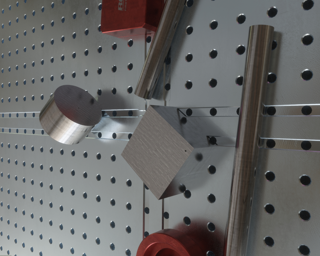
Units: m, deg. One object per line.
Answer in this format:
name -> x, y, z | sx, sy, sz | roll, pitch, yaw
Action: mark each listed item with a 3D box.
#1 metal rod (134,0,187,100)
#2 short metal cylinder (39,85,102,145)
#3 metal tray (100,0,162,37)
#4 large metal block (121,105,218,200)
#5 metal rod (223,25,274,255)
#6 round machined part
metal rod -> 0.027, -0.178, 0.385 | 0.025, 0.025, 0.298 | 32, 110, 35
short metal cylinder -> -0.139, -0.021, 0.485 | 0.050, 0.081, 0.080 | -43, 64, 31
metal tray -> -0.040, -0.200, 0.437 | 0.090, 0.030, 0.129 | 7, 95, 39
large metal block -> 0.009, 0.028, 0.384 | 0.080, 0.050, 0.080 | 46, 117, 30
metal rod -> 0.091, 0.044, 0.332 | 0.025, 0.025, 0.298 | 9, 96, 39
round machined part -> 0.020, 0.173, 0.380 | 0.098, 0.042, 0.097 | 0, 90, 39
